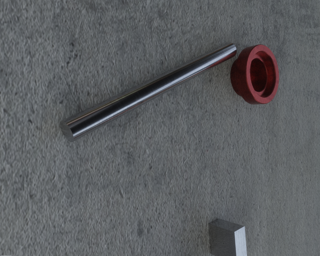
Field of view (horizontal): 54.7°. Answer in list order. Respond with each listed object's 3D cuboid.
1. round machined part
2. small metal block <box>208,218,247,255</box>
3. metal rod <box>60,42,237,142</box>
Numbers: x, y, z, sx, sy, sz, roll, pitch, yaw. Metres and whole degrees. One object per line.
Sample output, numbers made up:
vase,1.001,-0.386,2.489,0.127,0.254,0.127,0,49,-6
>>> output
round machined part,0.157,-0.088,0.524,0.099,0.042,0.097,0,90,-40
small metal block,0.103,0.173,0.475,0.025,0.050,0.050,-10,96,-40
metal rod,0.008,-0.061,0.410,0.302,0.025,0.025,-32,110,-35
